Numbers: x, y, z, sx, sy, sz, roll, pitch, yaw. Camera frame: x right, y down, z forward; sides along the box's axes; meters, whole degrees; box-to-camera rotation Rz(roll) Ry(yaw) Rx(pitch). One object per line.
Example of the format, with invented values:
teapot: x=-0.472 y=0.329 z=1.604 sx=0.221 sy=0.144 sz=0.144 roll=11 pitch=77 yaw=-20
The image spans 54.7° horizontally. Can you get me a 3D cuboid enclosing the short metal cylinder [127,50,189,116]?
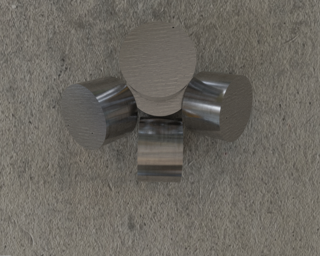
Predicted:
short metal cylinder: x=0.000 y=-0.054 z=0.399 sx=0.081 sy=0.050 sz=0.079 roll=0 pitch=90 yaw=-1

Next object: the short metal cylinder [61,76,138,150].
short metal cylinder: x=-0.074 y=-0.019 z=0.378 sx=0.080 sy=0.050 sz=0.079 roll=17 pitch=118 yaw=35

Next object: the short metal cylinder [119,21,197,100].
short metal cylinder: x=-0.002 y=-0.072 z=0.348 sx=0.081 sy=0.050 sz=0.079 roll=0 pitch=90 yaw=-1

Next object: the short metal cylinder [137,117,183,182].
short metal cylinder: x=0.000 y=0.026 z=0.383 sx=0.050 sy=0.080 sz=0.079 roll=2 pitch=90 yaw=0

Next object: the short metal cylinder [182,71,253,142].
short metal cylinder: x=0.072 y=-0.027 z=0.379 sx=0.050 sy=0.080 sz=0.080 roll=15 pitch=90 yaw=38
